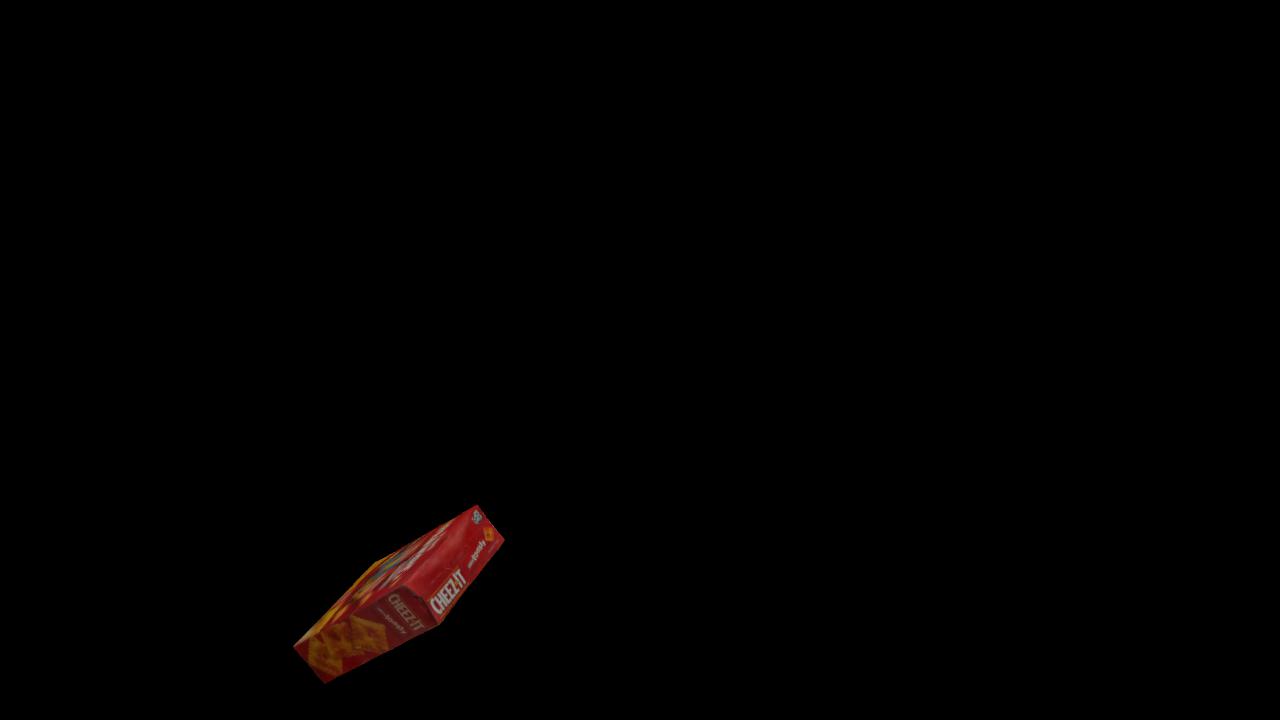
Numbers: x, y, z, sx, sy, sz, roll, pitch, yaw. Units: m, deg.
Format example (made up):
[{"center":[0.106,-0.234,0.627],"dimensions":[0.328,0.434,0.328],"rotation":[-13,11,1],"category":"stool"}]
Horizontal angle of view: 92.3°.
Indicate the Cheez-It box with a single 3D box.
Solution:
[{"center":[-0.300,0.291,0.779],"dimensions":[0.223,0.071,0.166],"rotation":[-32,9,22],"category":"Cheez-It box"}]
